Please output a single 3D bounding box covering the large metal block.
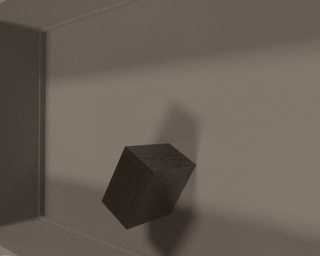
[{"bbox_3d":[-0.013,0.067,0.380,0.050,0.081,0.079,38,113,33],"label":"large metal block"}]
